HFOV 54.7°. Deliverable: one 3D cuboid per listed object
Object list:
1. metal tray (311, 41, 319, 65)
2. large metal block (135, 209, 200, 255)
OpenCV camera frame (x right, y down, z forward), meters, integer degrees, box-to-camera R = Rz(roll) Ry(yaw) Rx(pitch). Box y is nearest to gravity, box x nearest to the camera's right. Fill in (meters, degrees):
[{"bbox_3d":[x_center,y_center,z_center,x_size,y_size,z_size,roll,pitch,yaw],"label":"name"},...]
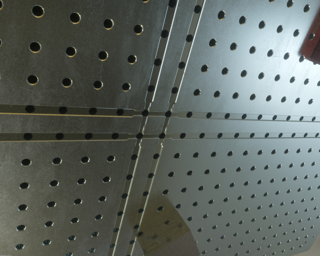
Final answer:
[{"bbox_3d":[0.303,-0.153,0.481,0.091,0.030,0.129,4,116,-31],"label":"metal tray"},{"bbox_3d":[0.014,0.199,0.528,0.080,0.050,0.080,-29,129,-11],"label":"large metal block"}]
